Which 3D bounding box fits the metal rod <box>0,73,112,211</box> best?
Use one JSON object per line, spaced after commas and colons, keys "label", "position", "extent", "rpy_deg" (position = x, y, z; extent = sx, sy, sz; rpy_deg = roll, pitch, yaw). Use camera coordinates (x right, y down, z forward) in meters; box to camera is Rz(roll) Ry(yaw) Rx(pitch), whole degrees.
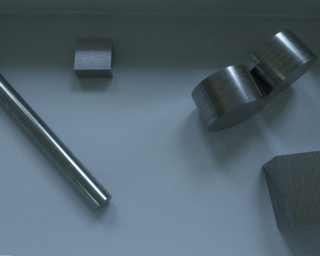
{"label": "metal rod", "position": [-0.172, -0.010, 0.411], "extent": [0.025, 0.025, 0.300], "rpy_deg": [-42, 76, -14]}

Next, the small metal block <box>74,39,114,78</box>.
{"label": "small metal block", "position": [-0.093, -0.100, 0.445], "extent": [0.050, 0.025, 0.050], "rpy_deg": [-1, 70, -1]}

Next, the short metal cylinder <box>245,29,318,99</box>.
{"label": "short metal cylinder", "position": [0.159, -0.083, 0.413], "extent": [0.080, 0.080, 0.050], "rpy_deg": [-33, 74, -12]}

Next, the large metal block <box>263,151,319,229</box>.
{"label": "large metal block", "position": [0.180, 0.073, 0.372], "extent": [0.081, 0.050, 0.080], "rpy_deg": [-6, 70, -3]}

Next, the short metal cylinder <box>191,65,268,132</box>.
{"label": "short metal cylinder", "position": [0.087, -0.036, 0.395], "extent": [0.080, 0.080, 0.050], "rpy_deg": [-21, 72, -8]}
